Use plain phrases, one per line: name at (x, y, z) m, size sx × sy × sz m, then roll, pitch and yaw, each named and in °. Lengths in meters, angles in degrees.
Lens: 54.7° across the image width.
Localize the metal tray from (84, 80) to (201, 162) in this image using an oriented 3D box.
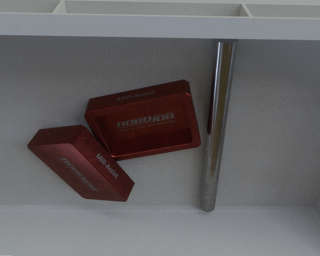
metal tray at (-0.019, -0.006, 0.400) m, size 0.131 × 0.030 × 0.090 m, roll -11°, pitch 130°, yaw 8°

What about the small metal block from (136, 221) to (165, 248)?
small metal block at (-0.016, 0.200, 0.582) m, size 0.050 × 0.025 × 0.050 m, roll -2°, pitch 130°, yaw 1°

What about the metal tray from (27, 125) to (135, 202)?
metal tray at (-0.106, 0.053, 0.428) m, size 0.090 × 0.030 × 0.130 m, roll -5°, pitch 134°, yaw 34°

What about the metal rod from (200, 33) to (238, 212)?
metal rod at (0.075, 0.018, 0.425) m, size 0.025 × 0.025 × 0.298 m, roll -2°, pitch 130°, yaw 1°
